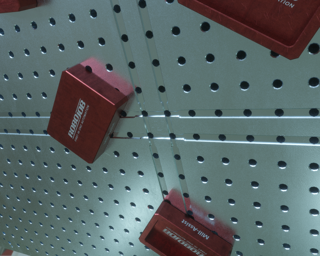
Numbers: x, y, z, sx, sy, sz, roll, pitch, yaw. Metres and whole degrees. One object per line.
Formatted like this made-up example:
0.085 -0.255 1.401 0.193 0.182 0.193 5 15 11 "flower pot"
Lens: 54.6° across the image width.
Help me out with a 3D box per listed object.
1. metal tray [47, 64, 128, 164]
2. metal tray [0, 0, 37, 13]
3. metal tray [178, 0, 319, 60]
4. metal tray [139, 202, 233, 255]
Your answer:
-0.112 -0.017 0.457 0.090 0.030 0.129 35 129 5 "metal tray"
-0.218 -0.214 0.391 0.090 0.030 0.129 5 121 25 "metal tray"
0.089 -0.132 0.279 0.130 0.030 0.089 30 128 8 "metal tray"
0.038 0.187 0.503 0.130 0.030 0.089 32 129 7 "metal tray"
